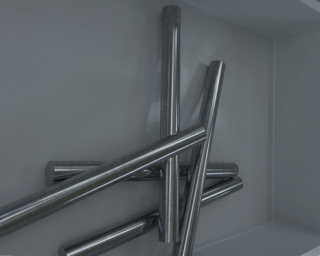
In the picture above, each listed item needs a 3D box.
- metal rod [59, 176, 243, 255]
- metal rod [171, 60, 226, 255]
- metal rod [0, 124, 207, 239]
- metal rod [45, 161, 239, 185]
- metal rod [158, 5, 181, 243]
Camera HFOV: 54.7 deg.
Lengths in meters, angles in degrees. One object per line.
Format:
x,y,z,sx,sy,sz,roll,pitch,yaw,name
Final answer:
0.014,0.114,0.419,0.302,0.025,0.025,-11,97,-40,metal rod
0.056,0.037,0.428,0.025,0.025,0.299,31,63,-36,metal rod
-0.067,0.054,0.317,0.302,0.025,0.025,-22,104,-32,metal rod
0.004,0.057,0.410,0.302,0.025,0.025,6,87,-40,metal rod
0.013,-0.012,0.395,0.025,0.025,0.298,9,78,-40,metal rod
